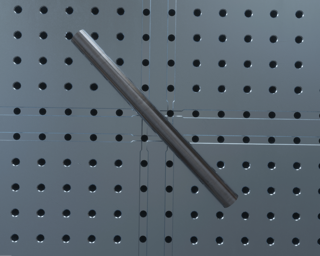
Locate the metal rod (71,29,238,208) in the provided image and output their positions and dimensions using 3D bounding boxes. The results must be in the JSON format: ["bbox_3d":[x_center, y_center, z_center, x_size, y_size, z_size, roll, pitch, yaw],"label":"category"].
[{"bbox_3d":[-0.007,-0.012,0.414,0.025,0.025,0.300,-43,90,0],"label":"metal rod"}]
